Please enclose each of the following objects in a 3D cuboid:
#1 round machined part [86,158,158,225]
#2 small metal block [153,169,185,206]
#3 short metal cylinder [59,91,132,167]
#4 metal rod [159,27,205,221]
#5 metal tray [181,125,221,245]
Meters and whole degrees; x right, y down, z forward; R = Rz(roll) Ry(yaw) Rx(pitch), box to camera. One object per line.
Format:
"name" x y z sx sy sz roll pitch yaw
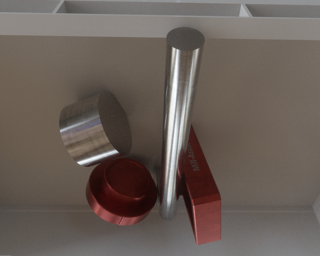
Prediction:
"round machined part" -0.049 0.080 0.429 0.099 0.098 0.042 16 128 -14
"small metal block" 0.018 0.088 0.464 0.050 0.050 0.025 2 131 -13
"short metal cylinder" -0.075 0.002 0.373 0.050 0.080 0.080 -19 128 15
"metal rod" 0.014 0.031 0.321 0.025 0.025 0.298 0 143 -1
"metal tray" 0.043 0.067 0.396 0.030 0.130 0.089 -12 130 -3
